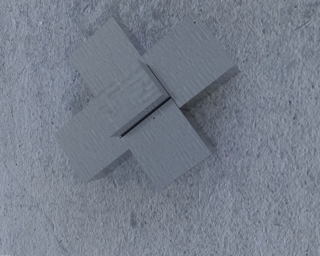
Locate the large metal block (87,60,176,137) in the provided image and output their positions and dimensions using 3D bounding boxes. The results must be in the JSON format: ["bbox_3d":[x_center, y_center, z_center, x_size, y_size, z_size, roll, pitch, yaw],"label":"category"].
[{"bbox_3d":[-0.028,-0.033,0.390,0.080,0.080,0.050,-38,78,16],"label":"large metal block"}]

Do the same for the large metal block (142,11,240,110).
[{"bbox_3d":[0.039,-0.079,0.382,0.080,0.050,0.080,-38,78,15],"label":"large metal block"}]

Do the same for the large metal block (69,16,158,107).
[{"bbox_3d":[-0.060,-0.085,0.416,0.080,0.050,0.080,-38,78,15],"label":"large metal block"}]

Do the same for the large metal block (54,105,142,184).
[{"bbox_3d":[-0.082,0.017,0.424,0.080,0.050,0.080,-38,78,15],"label":"large metal block"}]

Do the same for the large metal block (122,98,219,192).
[{"bbox_3d":[0.014,0.020,0.390,0.080,0.050,0.080,-38,78,15],"label":"large metal block"}]
